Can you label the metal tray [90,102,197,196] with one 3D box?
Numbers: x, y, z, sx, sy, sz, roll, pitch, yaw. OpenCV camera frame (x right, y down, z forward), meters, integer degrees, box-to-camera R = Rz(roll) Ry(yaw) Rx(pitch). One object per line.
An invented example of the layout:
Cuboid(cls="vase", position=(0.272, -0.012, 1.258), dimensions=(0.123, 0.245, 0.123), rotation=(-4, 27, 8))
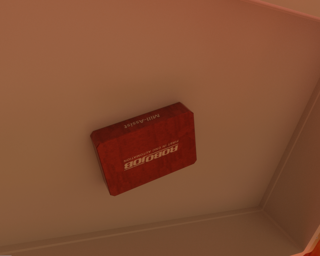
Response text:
Cuboid(cls="metal tray", position=(-0.017, 0.028, 0.413), dimensions=(0.131, 0.030, 0.090), rotation=(-20, 126, -17))
